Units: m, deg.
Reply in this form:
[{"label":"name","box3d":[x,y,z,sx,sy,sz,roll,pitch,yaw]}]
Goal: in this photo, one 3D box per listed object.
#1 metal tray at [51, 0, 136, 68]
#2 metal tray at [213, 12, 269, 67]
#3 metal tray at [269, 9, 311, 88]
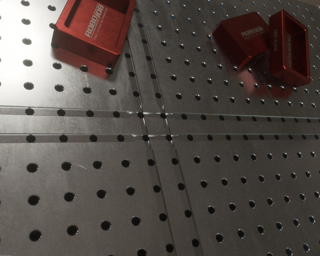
[{"label":"metal tray","box3d":[-0.092,-0.158,0.452,0.091,0.030,0.130,21,54,-16]},{"label":"metal tray","box3d":[0.175,-0.178,0.611,0.131,0.030,0.090,-28,77,-38]},{"label":"metal tray","box3d":[0.255,-0.154,0.608,0.091,0.030,0.130,17,69,-33]}]
